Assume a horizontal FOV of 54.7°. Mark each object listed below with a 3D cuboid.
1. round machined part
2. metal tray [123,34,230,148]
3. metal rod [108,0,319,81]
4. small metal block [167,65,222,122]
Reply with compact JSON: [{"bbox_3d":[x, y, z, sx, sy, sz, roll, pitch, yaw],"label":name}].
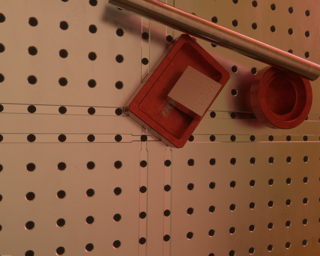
[{"bbox_3d":[0.177,-0.047,0.468,0.099,0.042,0.097,0,90,-20],"label":"round machined part"},{"bbox_3d":[0.025,-0.049,0.418,0.090,0.030,0.130,38,78,-16],"label":"metal tray"},{"bbox_3d":[0.082,-0.120,0.406,0.302,0.025,0.025,16,85,-15],"label":"metal rod"},{"bbox_3d":[0.044,-0.045,0.405,0.050,0.025,0.050,33,78,8],"label":"small metal block"}]
